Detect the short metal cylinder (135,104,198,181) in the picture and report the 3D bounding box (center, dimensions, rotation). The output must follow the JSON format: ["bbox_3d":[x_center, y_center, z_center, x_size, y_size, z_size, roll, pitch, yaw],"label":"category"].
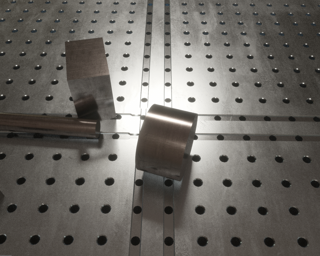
[{"bbox_3d":[0.009,0.016,0.358,0.050,0.080,0.080,14,51,11],"label":"short metal cylinder"}]

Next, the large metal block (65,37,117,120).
[{"bbox_3d":[-0.094,-0.065,0.425,0.050,0.080,0.080,-10,51,-8],"label":"large metal block"}]

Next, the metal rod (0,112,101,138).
[{"bbox_3d":[-0.231,-0.011,0.413,0.302,0.025,0.025,4,50,3],"label":"metal rod"}]

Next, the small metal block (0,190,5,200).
[{"bbox_3d":[-0.213,0.078,0.339,0.050,0.025,0.050,22,53,17],"label":"small metal block"}]
